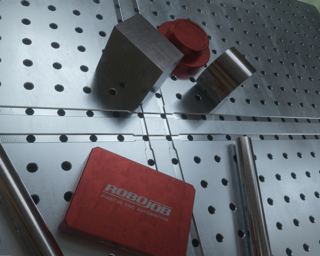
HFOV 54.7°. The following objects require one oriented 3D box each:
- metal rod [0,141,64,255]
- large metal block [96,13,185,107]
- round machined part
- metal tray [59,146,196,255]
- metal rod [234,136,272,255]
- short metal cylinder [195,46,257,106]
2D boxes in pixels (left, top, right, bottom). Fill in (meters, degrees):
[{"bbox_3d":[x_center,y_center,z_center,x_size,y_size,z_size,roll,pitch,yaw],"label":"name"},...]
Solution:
[{"bbox_3d":[-0.171,0.017,0.305,0.025,0.025,0.299,-26,76,-37],"label":"metal rod"},{"bbox_3d":[-0.028,-0.089,0.413,0.080,0.080,0.050,43,51,1],"label":"large metal block"},{"bbox_3d":[0.041,-0.139,0.506,0.099,0.042,0.098,14,56,-21],"label":"round machined part"},{"bbox_3d":[-0.029,0.086,0.338,0.131,0.030,0.090,24,53,-14],"label":"metal tray"},{"bbox_3d":[0.125,0.146,0.388,0.025,0.025,0.299,13,56,-21],"label":"metal rod"},{"bbox_3d":[0.101,-0.079,0.478,0.050,0.080,0.081,49,51,6],"label":"short metal cylinder"}]
